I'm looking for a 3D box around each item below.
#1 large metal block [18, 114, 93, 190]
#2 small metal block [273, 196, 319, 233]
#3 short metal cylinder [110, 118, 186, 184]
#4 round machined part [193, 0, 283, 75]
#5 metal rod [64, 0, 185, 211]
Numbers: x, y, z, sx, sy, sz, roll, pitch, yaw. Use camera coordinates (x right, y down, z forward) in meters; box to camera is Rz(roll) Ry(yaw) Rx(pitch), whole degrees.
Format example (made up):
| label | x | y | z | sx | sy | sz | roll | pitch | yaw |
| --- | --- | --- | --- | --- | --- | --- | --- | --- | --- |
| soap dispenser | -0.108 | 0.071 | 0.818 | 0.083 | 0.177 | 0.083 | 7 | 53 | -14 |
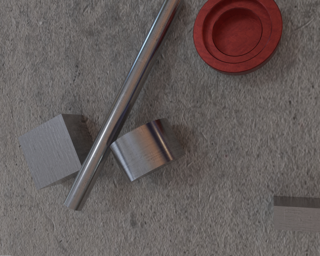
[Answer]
| label | x | y | z | sx | sy | sz | roll | pitch | yaw |
| --- | --- | --- | --- | --- | --- | --- | --- | --- | --- |
| large metal block | -0.143 | 0.033 | 0.444 | 0.080 | 0.050 | 0.080 | -26 | 82 | 18 |
| small metal block | 0.152 | 0.094 | 0.342 | 0.050 | 0.050 | 0.025 | -1 | 90 | 19 |
| short metal cylinder | -0.015 | 0.029 | 0.384 | 0.080 | 0.080 | 0.050 | -30 | 81 | 17 |
| round machined part | 0.092 | -0.111 | 0.367 | 0.098 | 0.042 | 0.097 | 0 | 90 | 19 |
| metal rod | -0.045 | -0.034 | 0.399 | 0.025 | 0.025 | 0.299 | 26 | 89 | 18 |
